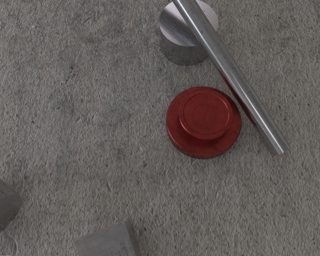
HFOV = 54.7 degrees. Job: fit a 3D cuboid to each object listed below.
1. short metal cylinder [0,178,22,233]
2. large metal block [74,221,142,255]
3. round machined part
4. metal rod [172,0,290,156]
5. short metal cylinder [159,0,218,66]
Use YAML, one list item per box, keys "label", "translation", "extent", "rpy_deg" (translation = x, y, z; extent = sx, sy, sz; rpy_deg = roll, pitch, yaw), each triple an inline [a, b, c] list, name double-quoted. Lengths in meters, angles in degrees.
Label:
- label: "short metal cylinder"
  translation: [-0.205, 0.091, 0.344]
  extent: [0.050, 0.080, 0.080]
  rpy_deg: [37, 74, 12]
- label: "large metal block"
  translation: [-0.045, 0.147, 0.325]
  extent: [0.050, 0.080, 0.080]
  rpy_deg: [-19, 71, -7]
- label: "round machined part"
  translation: [0.057, -0.011, 0.404]
  extent: [0.099, 0.042, 0.098]
  rpy_deg: [0, 70, 0]
- label: "metal rod"
  translation: [0.075, -0.096, 0.398]
  extent: [0.025, 0.025, 0.299]
  rpy_deg: [-33, 91, -11]
- label: "short metal cylinder"
  translation: [0.039, -0.137, 0.445]
  extent: [0.081, 0.050, 0.080]
  rpy_deg: [0, 70, 0]
